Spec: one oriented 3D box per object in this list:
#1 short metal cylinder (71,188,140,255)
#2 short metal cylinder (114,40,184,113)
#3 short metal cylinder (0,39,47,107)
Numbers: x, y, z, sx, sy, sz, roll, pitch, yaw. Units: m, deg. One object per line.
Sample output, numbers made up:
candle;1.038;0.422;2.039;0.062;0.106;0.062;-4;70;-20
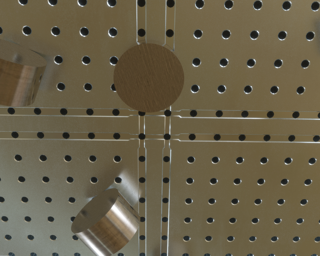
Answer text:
short metal cylinder;-0.075;0.131;0.431;0.080;0.080;0.050;-33;107;11
short metal cylinder;-0.013;-0.064;0.376;0.081;0.050;0.079;0;110;-1
short metal cylinder;-0.179;-0.066;0.357;0.080;0.080;0.050;23;108;-9
